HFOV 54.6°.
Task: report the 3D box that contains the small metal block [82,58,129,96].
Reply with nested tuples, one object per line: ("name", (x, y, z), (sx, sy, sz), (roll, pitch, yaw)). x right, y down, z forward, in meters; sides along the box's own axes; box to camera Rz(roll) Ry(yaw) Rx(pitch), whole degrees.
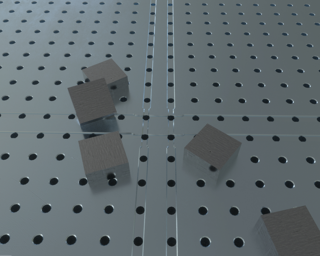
("small metal block", (-0.083, -0.074, 0.470), (0.050, 0.025, 0.050), (-27, 55, -21))

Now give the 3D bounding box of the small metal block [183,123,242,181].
("small metal block", (0.064, 0.029, 0.384), (0.050, 0.025, 0.050), (32, 57, 24))

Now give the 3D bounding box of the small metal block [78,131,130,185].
("small metal block", (-0.068, 0.036, 0.378), (0.050, 0.025, 0.050), (-14, 52, -12))

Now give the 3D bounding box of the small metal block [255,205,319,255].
("small metal block", (0.133, 0.112, 0.315), (0.050, 0.025, 0.050), (-10, 51, -8))

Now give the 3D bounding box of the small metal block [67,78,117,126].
("small metal block", (-0.092, -0.035, 0.421), (0.050, 0.025, 0.050), (-19, 87, -15))
